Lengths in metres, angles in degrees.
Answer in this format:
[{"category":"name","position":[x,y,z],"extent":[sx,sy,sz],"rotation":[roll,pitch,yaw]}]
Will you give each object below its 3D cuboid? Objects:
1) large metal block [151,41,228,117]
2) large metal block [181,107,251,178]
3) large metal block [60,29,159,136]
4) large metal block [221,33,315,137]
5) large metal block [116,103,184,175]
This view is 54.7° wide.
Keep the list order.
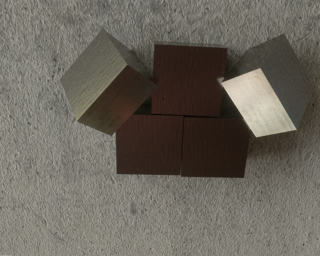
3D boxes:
[{"category":"large metal block","position":[0.032,-0.061,0.376],"extent":[0.081,0.050,0.079],"rotation":[3,110,-2]},{"category":"large metal block","position":[0.068,0.017,0.403],"extent":[0.081,0.050,0.079],"rotation":[1,110,-1]},{"category":"large metal block","position":[-0.061,-0.052,0.354],"extent":[0.080,0.080,0.050],"rotation":[-45,139,14]},{"category":"large metal block","position":[0.128,-0.048,0.359],"extent":[0.050,0.080,0.080],"rotation":[-17,116,49]},{"category":"large metal block","position":[-0.014,0.013,0.402],"extent":[0.081,0.050,0.079],"rotation":[1,110,-1]}]
